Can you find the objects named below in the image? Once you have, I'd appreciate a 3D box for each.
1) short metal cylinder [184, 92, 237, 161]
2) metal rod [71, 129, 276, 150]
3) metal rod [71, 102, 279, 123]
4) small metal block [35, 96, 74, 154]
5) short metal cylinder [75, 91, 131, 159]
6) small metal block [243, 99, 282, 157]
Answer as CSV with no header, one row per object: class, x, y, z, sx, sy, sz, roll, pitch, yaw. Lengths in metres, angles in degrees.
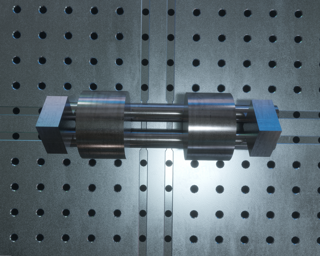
short metal cylinder,0.055,-0.002,0.364,0.050,0.080,0.079,1,90,0
metal rod,0.001,0.015,0.413,0.302,0.025,0.025,1,90,0
metal rod,0.004,-0.020,0.413,0.302,0.025,0.025,1,90,0
small metal block,-0.125,-0.004,0.377,0.025,0.050,0.050,1,48,0
short metal cylinder,-0.063,-0.004,0.363,0.050,0.080,0.079,1,90,0
small metal block,0.123,0.000,0.379,0.025,0.050,0.050,1,49,0
